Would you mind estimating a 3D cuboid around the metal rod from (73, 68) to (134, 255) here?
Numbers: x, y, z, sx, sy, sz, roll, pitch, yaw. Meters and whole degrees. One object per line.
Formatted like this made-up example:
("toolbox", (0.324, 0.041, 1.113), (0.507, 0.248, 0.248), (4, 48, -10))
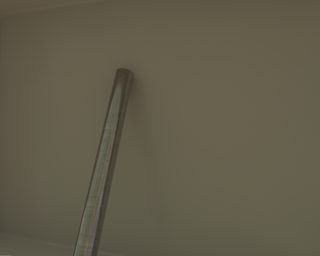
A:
("metal rod", (-0.069, 0.059, 0.369), (0.025, 0.025, 0.299), (-1, 64, 20))
